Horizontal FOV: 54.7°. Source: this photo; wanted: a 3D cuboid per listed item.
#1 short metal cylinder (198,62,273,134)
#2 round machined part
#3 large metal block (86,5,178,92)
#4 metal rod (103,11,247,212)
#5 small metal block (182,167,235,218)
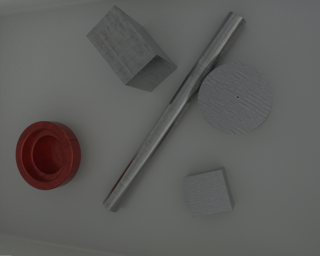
[{"bbox_3d":[0.090,-0.033,0.365,0.080,0.050,0.079,0,90,19],"label":"short metal cylinder"},{"bbox_3d":[-0.158,0.039,0.455,0.098,0.042,0.097,0,90,19],"label":"round machined part"},{"bbox_3d":[-0.032,-0.095,0.392,0.050,0.080,0.080,-42,77,15],"label":"large metal block"},{"bbox_3d":[0.013,-0.013,0.405,0.025,0.025,0.299,37,101,16],"label":"metal rod"},{"bbox_3d":[0.061,0.080,0.388,0.050,0.025,0.050,-16,85,19],"label":"small metal block"}]
